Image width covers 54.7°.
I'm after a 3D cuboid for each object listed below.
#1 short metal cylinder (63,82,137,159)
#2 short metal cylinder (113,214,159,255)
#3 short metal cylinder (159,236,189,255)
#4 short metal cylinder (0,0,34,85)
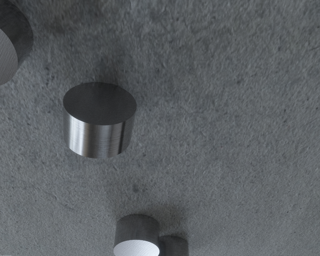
[{"bbox_3d":[-0.071,-0.010,0.361,0.081,0.080,0.050,8,130,-7],"label":"short metal cylinder"},{"bbox_3d":[-0.041,0.201,0.562,0.081,0.050,0.079,0,130,0],"label":"short metal cylinder"},{"bbox_3d":[0.017,0.256,0.609,0.081,0.050,0.079,0,130,0],"label":"short metal cylinder"},{"bbox_3d":[-0.177,-0.088,0.313,0.081,0.050,0.079,0,130,0],"label":"short metal cylinder"}]
